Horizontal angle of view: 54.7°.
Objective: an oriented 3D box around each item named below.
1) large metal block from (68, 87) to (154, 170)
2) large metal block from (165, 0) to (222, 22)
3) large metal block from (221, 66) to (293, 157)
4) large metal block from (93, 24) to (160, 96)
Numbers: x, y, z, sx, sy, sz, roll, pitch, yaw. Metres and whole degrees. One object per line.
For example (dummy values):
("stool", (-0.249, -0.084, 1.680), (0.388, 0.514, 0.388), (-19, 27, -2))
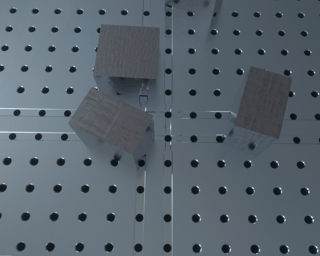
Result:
("large metal block", (-0.054, 0.004, 0.380), (0.080, 0.080, 0.050), (25, 72, 8))
("large metal block", (0.055, -0.218, 0.463), (0.080, 0.080, 0.050), (25, 72, 8))
("large metal block", (0.119, -0.018, 0.390), (0.050, 0.080, 0.080), (18, 71, 6))
("large metal block", (-0.043, -0.094, 0.432), (0.081, 0.050, 0.080), (3, 70, 1))
